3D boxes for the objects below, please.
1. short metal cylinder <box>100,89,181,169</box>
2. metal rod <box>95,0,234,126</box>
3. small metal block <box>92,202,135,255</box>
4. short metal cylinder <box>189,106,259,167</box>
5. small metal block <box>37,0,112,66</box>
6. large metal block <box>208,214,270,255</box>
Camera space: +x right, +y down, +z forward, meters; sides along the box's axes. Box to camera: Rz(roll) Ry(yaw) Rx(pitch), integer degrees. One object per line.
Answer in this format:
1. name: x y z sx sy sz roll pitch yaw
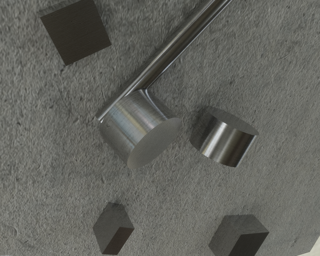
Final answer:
1. short metal cylinder: -0.022 0.002 0.360 0.080 0.050 0.080 -37 157 -18
2. metal rod: 0.037 -0.115 0.357 0.300 0.025 0.025 -46 130 3
3. small metal block: -0.068 0.144 0.444 0.025 0.050 0.050 22 106 -37
4. short metal cylinder: 0.088 0.011 0.428 0.081 0.080 0.050 13 112 -34
5. small metal block: -0.083 -0.097 0.303 0.050 0.025 0.050 -28 129 -11
6. large metal block: 0.156 0.221 0.616 0.081 0.050 0.079 9 114 -33
